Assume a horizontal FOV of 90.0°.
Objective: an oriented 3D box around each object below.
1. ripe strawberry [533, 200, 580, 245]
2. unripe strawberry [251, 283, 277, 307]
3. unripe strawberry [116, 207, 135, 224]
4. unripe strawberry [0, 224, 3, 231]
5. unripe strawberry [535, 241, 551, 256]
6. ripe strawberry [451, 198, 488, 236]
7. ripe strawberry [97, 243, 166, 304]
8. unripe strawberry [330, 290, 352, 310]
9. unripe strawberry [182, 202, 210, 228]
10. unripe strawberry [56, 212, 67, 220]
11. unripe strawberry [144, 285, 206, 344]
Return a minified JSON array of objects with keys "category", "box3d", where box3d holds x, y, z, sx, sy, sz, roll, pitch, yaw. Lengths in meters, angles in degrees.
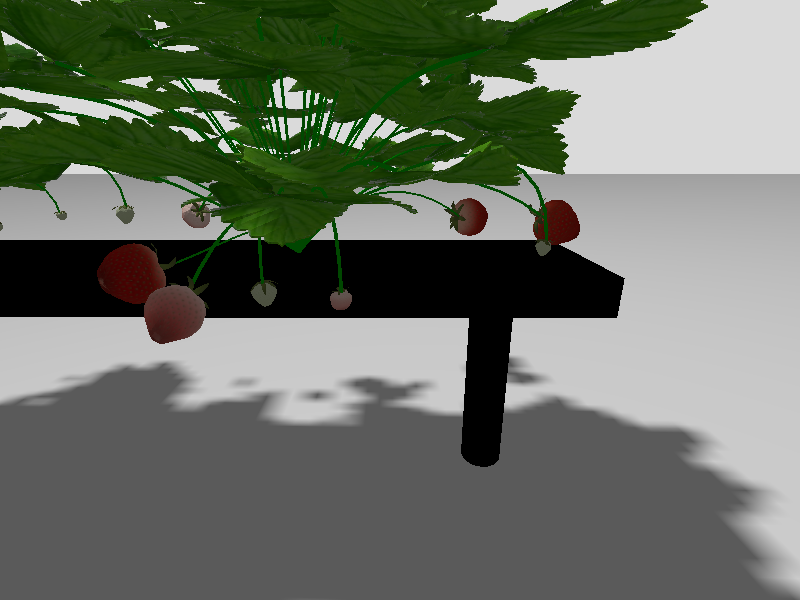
[{"category":"ripe strawberry","box3d":[0.153,-0.072,0.385,0.045,0.044,0.042,18,15,-15]},{"category":"unripe strawberry","box3d":[-0.071,-0.003,0.210,0.013,0.013,0.011,-2,19,-7]},{"category":"unripe strawberry","box3d":[-0.354,-0.109,0.516,0.021,0.022,0.020,-17,25,-40]},{"category":"unripe strawberry","box3d":[-0.460,-0.083,0.457,0.011,0.010,0.010,13,23,34]},{"category":"unripe strawberry","box3d":[0.093,-0.034,0.261,0.010,0.010,0.011,9,21,25]},{"category":"ripe strawberry","box3d":[0.080,-0.092,0.447,0.041,0.041,0.038,-6,19,-31]},{"category":"ripe strawberry","box3d":[-0.150,-0.014,0.223,0.029,0.033,0.032,8,21,23]},{"category":"unripe strawberry","box3d":[-0.029,0.000,0.197,0.011,0.010,0.010,-7,20,-19]},{"category":"unripe strawberry","box3d":[-0.248,-0.102,0.485,0.034,0.033,0.032,-16,3,45]},{"category":"unripe strawberry","box3d":[-0.390,-0.097,0.462,0.010,0.010,0.009,-14,24,-36]},{"category":"unripe strawberry","box3d":[-0.101,0.008,0.177,0.025,0.026,0.027,1,37,3]}]
